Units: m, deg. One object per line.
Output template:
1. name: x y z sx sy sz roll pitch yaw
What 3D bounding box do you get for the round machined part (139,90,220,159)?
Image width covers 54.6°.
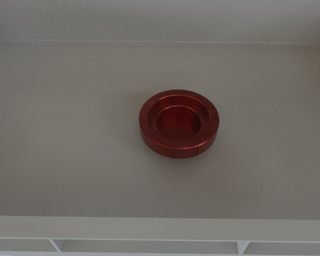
1. round machined part: 0.023 -0.001 0.395 0.099 0.042 0.098 0 50 0
